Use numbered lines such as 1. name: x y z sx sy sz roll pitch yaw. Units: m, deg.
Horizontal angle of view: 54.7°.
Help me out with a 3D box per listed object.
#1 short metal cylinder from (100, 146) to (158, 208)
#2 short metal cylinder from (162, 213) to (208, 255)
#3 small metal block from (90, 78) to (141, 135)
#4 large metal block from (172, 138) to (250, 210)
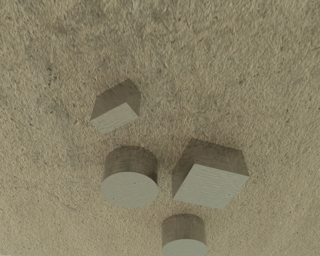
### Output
1. short metal cylinder: -0.043 0.072 0.451 0.081 0.050 0.079 0 130 0
2. short metal cylinder: 0.043 0.199 0.561 0.081 0.050 0.079 0 130 0
3. small metal block: -0.051 -0.026 0.368 0.050 0.050 0.025 -25 126 20
4. large metal block: 0.069 0.068 0.449 0.081 0.050 0.079 15 129 -13
